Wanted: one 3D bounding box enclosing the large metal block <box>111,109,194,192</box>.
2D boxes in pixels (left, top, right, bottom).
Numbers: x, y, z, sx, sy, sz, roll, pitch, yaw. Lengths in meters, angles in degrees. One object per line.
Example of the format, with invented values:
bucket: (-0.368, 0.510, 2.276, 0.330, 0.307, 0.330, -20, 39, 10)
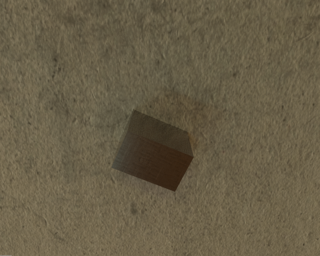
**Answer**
large metal block: (-0.009, 0.025, 0.390, 0.080, 0.080, 0.050, 23, 108, -9)
